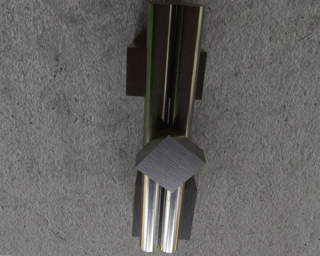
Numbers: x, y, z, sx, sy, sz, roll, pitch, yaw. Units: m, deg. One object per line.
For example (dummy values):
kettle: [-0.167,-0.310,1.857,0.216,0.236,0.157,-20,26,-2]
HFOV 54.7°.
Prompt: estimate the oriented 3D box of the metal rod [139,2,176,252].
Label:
metal rod: [-0.006,0.022,0.341,0.025,0.025,0.298,3,117,-1]

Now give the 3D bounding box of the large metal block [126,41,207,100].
large metal block: [0.006,-0.069,0.357,0.081,0.080,0.050,3,110,-1]

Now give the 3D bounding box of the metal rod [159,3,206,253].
metal rod: [0.020,0.023,0.342,0.025,0.025,0.298,3,117,-1]

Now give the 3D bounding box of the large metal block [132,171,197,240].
large metal block: [0.005,0.106,0.436,0.081,0.050,0.079,5,110,-2]

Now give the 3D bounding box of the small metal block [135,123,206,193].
small metal block: [0.010,0.032,0.319,0.050,0.025,0.050,38,111,-19]
